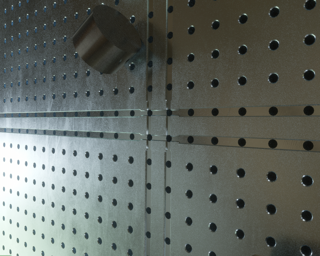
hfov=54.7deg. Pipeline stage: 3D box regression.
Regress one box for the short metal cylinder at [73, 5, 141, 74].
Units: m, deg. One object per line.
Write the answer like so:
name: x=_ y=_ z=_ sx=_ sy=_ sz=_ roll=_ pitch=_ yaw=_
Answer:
short metal cylinder: x=-0.073 y=-0.123 z=0.434 sx=0.050 sy=0.081 sz=0.080 roll=-35 pitch=69 yaw=35
